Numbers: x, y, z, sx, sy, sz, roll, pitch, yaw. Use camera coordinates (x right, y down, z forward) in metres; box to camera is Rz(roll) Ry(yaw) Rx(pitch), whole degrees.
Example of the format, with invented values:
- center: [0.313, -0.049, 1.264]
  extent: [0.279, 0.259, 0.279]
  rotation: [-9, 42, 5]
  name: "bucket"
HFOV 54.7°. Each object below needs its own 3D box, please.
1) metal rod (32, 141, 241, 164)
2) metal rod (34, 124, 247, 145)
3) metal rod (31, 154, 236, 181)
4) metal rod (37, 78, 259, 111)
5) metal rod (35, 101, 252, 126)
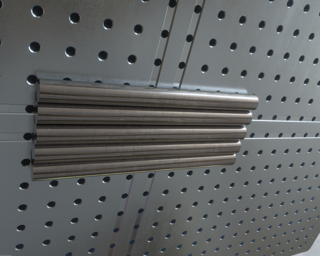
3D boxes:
- center: [-0.011, 0.028, 0.424]
  extent: [0.303, 0.025, 0.025]
  rotation: [0, 118, -29]
  name: "metal rod"
- center: [-0.005, 0.006, 0.414]
  extent: [0.303, 0.025, 0.025]
  rotation: [0, 118, -29]
  name: "metal rod"
- center: [-0.017, 0.049, 0.434]
  extent: [0.303, 0.025, 0.025]
  rotation: [0, 119, -29]
  name: "metal rod"
- center: [0.007, -0.039, 0.393]
  extent: [0.303, 0.025, 0.025]
  rotation: [0, 118, -29]
  name: "metal rod"
- center: [0.001, -0.017, 0.403]
  extent: [0.303, 0.025, 0.025]
  rotation: [0, 118, -29]
  name: "metal rod"
